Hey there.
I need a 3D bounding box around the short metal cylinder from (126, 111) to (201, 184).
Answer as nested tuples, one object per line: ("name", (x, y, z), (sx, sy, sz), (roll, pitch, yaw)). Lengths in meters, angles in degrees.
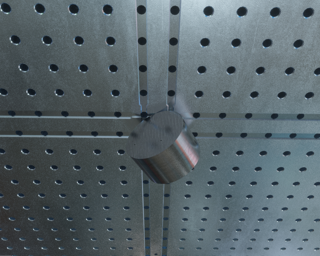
("short metal cylinder", (0.004, 0.024, 0.394), (0.080, 0.080, 0.050), (-22, 126, 18))
